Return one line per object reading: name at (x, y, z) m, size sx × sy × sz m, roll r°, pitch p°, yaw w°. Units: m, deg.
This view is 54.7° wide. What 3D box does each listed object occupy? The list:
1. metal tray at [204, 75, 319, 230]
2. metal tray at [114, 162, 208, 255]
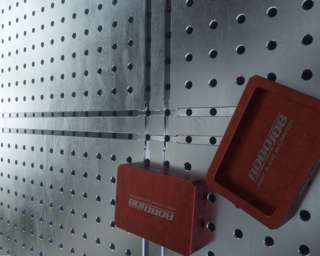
metal tray at (0.110, 0.023, 0.314) m, size 0.090 × 0.030 × 0.129 m, roll 32°, pitch 110°, yaw 35°
metal tray at (-0.003, 0.100, 0.407) m, size 0.130 × 0.030 × 0.089 m, roll 7°, pitch 94°, yaw 39°
